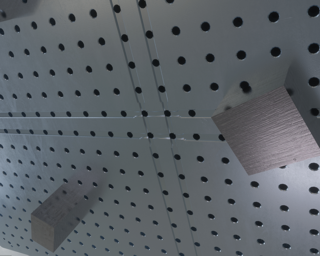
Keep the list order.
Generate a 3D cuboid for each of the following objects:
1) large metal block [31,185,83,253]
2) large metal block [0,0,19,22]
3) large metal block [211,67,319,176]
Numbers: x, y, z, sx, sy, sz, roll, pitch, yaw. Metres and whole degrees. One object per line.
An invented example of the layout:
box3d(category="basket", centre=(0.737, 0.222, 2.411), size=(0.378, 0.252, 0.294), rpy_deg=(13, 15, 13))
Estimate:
box3d(category="large metal block", centre=(-0.193, 0.170, 0.584), size=(0.050, 0.080, 0.079), rpy_deg=(26, 128, 12))
box3d(category="large metal block", centre=(-0.228, -0.193, 0.397), size=(0.080, 0.050, 0.080), rpy_deg=(47, 129, -5))
box3d(category="large metal block", centre=(0.116, -0.005, 0.331), size=(0.080, 0.050, 0.080), rpy_deg=(-26, 105, 37))
